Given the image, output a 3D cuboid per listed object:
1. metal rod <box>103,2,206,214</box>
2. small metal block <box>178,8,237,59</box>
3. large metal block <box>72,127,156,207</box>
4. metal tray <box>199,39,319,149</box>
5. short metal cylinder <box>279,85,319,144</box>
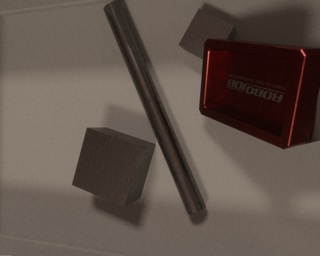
[{"bbox_3d":[-0.010,-0.032,0.413,0.025,0.025,0.299,-25,82,18],"label":"metal rod"},{"bbox_3d":[0.060,-0.113,0.389,0.050,0.025,0.050,33,100,16],"label":"small metal block"},{"bbox_3d":[-0.061,0.049,0.418,0.080,0.050,0.080,18,96,18],"label":"large metal block"},{"bbox_3d":[0.095,-0.043,0.323,0.130,0.030,0.089,30,124,53],"label":"metal tray"},{"bbox_3d":[0.168,-0.017,0.322,0.080,0.080,0.050,-20,84,18],"label":"short metal cylinder"}]
